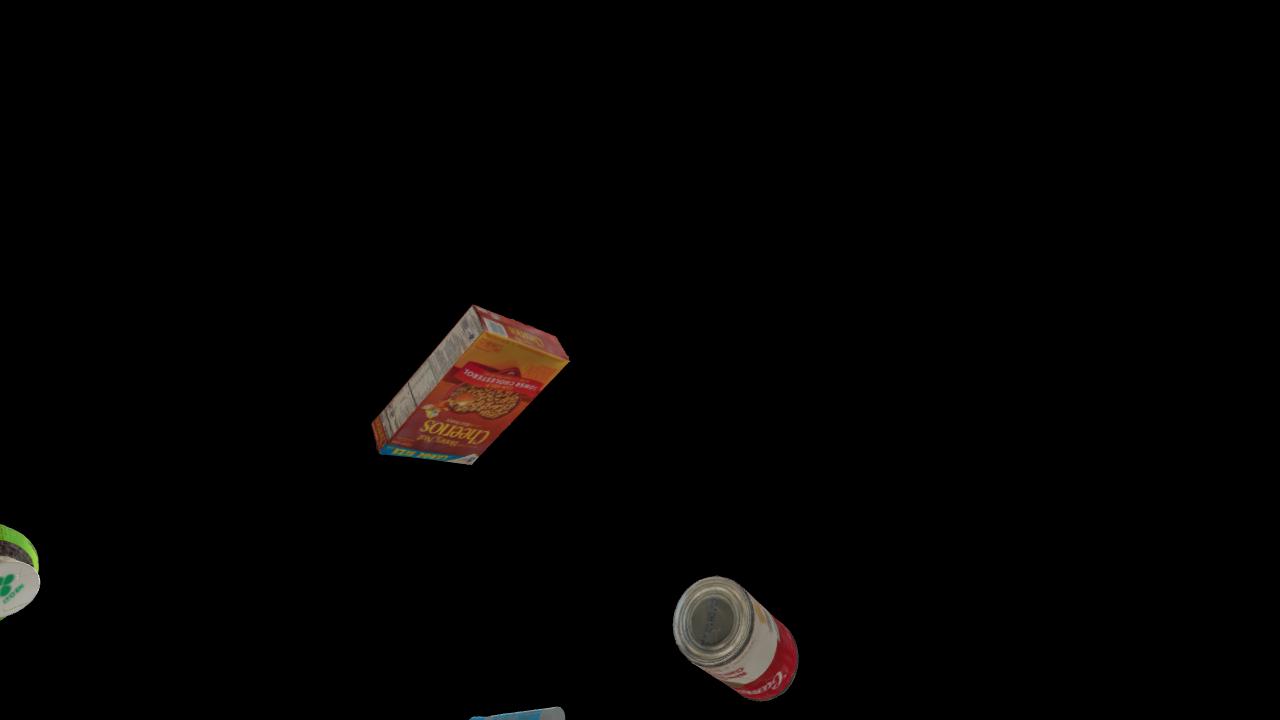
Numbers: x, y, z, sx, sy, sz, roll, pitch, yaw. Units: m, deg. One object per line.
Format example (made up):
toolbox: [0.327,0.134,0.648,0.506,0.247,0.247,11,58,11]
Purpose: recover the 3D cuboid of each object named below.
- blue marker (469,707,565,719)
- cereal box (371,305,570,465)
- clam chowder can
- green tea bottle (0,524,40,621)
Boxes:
blue marker: [-0.120,0.340,0.574,0.121,0.020,0.020,-25,-13,29]
cereal box: [-0.297,0.058,1.087,0.306,0.081,0.203,-45,-35,16]
clam chowder can: [0.077,0.221,0.488,0.068,0.068,0.102,0,-37,38]
green tea bottle: [-0.445,0.137,0.391,0.212,0.073,0.073,-3,-1,28]
